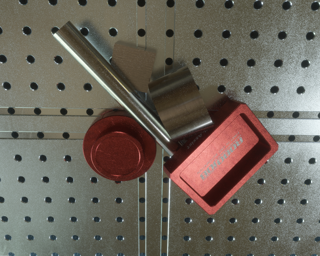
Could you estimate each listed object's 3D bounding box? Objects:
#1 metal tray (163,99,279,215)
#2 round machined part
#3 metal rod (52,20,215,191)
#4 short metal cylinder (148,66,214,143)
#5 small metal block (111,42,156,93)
[{"bbox_3d":[0.080,0.038,0.403,0.130,0.030,0.090,-45,113,-2],"label":"metal tray"},{"bbox_3d":[-0.054,0.029,0.413,0.099,0.042,0.097,0,110,-1],"label":"round machined part"},{"bbox_3d":[-0.012,-0.007,0.393,0.025,0.025,0.300,-38,114,12],"label":"metal rod"},{"bbox_3d":[0.026,-0.028,0.374,0.050,0.080,0.080,-24,109,8],"label":"short metal cylinder"},{"bbox_3d":[-0.035,-0.076,0.385,0.050,0.025,0.050,12,110,-5],"label":"small metal block"}]
